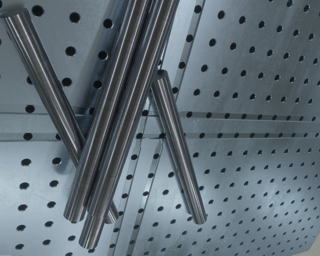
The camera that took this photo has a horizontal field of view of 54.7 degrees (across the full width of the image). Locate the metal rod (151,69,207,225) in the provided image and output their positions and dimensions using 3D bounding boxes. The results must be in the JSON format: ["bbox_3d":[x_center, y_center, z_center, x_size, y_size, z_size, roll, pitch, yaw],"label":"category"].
[{"bbox_3d":[0.034,0.049,0.461,0.025,0.025,0.299,-27,128,-12],"label":"metal rod"}]

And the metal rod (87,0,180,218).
[{"bbox_3d":[-0.026,-0.037,0.334,0.025,0.025,0.298,11,106,-33],"label":"metal rod"}]

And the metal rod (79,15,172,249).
[{"bbox_3d":[-0.046,0.016,0.374,0.025,0.025,0.298,11,106,-33],"label":"metal rod"}]

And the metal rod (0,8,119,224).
[{"bbox_3d":[-0.102,0.014,0.364,0.025,0.025,0.298,-25,128,-14],"label":"metal rod"}]

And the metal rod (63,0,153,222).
[{"bbox_3d":[-0.056,-0.030,0.341,0.025,0.025,0.298,10,106,-33],"label":"metal rod"}]
